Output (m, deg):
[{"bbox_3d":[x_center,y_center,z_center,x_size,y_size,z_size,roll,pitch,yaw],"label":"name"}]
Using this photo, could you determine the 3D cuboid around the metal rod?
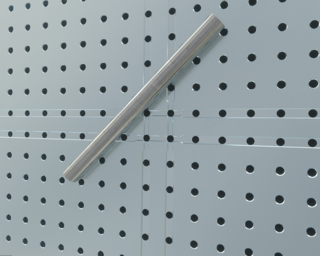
[{"bbox_3d":[-0.030,-0.032,0.423,0.299,0.025,0.025,-45,76,14],"label":"metal rod"}]
